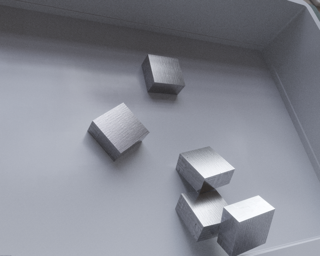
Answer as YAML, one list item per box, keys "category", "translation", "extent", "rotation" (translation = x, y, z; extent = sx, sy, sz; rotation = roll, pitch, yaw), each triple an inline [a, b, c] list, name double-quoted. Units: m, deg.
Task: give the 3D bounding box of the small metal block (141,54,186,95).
- category: "small metal block"
  translation: [0.005, -0.078, 0.458]
  extent: [0.050, 0.025, 0.050]
  rotation: [2, 61, -28]

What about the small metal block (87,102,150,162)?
- category: "small metal block"
  translation: [-0.050, 0.004, 0.377]
  extent: [0.050, 0.025, 0.050]
  rotation: [49, 51, 5]

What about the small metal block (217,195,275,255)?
- category: "small metal block"
  translation: [0.094, 0.107, 0.340]
  extent: [0.050, 0.050, 0.025]
  rotation: [-10, 29, -27]

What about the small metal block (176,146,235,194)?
- category: "small metal block"
  translation: [0.057, 0.052, 0.393]
  extent: [0.050, 0.025, 0.050]
  rotation: [-10, 38, -33]

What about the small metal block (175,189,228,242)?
- category: "small metal block"
  translation: [0.054, 0.100, 0.362]
  extent: [0.050, 0.025, 0.050]
  rotation: [-2, 34, -30]
